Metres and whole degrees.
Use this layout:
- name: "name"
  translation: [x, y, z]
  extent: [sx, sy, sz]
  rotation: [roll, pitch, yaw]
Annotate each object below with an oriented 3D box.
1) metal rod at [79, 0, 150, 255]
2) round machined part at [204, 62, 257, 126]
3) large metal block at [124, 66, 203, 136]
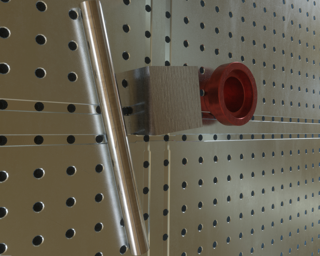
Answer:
- name: "metal rod"
  translation: [-0.051, 0.007, 0.365]
  extent: [0.025, 0.025, 0.298]
  rotation: [-17, 101, -39]
- name: "round machined part"
  translation: [0.108, -0.052, 0.488]
  extent: [0.099, 0.042, 0.097]
  rotation: [0, 90, -40]
- name: "large metal block"
  translation: [0.006, -0.036, 0.398]
  extent: [0.081, 0.050, 0.079]
  rotation: [-9, 96, -40]
